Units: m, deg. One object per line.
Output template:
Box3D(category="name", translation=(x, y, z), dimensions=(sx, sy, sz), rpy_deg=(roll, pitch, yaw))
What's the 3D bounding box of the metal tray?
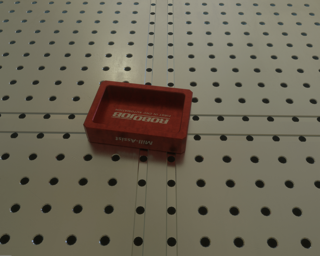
Box3D(category="metal tray", translation=(-0.025, -0.018, 0.419), dimensions=(0.131, 0.030, 0.090), rpy_deg=(7, 50, 6))
